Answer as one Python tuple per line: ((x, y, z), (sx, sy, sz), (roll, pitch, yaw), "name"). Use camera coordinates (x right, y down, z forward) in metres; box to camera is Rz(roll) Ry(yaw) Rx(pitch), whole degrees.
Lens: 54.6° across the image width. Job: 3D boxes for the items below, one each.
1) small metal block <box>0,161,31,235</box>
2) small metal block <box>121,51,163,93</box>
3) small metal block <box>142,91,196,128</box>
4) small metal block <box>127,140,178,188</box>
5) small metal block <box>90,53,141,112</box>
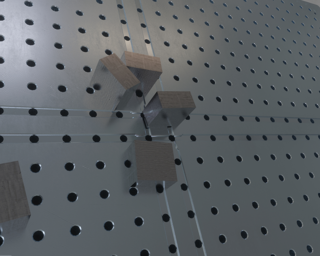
((-0.137, 0.064, 0.279), (0.025, 0.050, 0.050), (-10, 67, -32), "small metal block")
((-0.031, -0.074, 0.420), (0.050, 0.050, 0.025), (5, 60, -26), "small metal block")
((0.011, -0.025, 0.413), (0.050, 0.050, 0.025), (-4, 64, -30), "small metal block")
((-0.010, 0.044, 0.375), (0.050, 0.025, 0.050), (7, 59, -25), "small metal block")
((-0.058, -0.058, 0.395), (0.050, 0.050, 0.025), (49, 52, 6), "small metal block")
